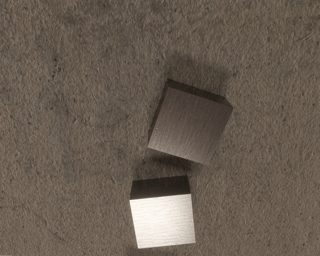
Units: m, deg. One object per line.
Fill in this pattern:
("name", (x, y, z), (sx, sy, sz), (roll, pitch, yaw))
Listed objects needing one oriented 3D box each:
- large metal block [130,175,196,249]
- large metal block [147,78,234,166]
("large metal block", (0.005, 0.118, 0.440), (0.080, 0.050, 0.079), (-6, 110, 2))
("large metal block", (0.035, -0.009, 0.394), (0.080, 0.050, 0.079), (17, 109, -7))
